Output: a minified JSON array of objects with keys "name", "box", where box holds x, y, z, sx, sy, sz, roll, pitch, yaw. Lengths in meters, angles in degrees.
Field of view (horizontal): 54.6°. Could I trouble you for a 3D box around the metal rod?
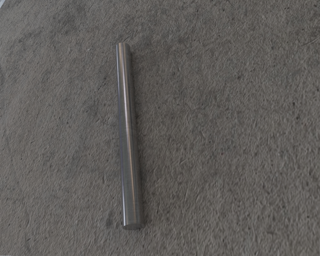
[{"name":"metal rod","box":[-0.046,-0.011,0.435,0.025,0.025,0.300,-19,54,17]}]
